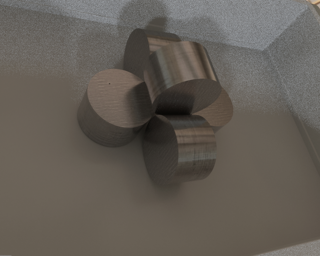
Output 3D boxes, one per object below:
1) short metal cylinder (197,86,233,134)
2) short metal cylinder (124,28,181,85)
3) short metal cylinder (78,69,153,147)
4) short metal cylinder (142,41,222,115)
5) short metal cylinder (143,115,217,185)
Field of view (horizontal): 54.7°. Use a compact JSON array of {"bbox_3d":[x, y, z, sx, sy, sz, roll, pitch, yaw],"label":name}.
[{"bbox_3d":[0.054,-0.026,0.431,0.081,0.050,0.080,14,56,-21],"label":"short metal cylinder"},{"bbox_3d":[-0.010,-0.090,0.417,0.050,0.080,0.080,-2,63,-30],"label":"short metal cylinder"},{"bbox_3d":[-0.053,-0.024,0.373,0.081,0.050,0.080,14,56,-21],"label":"short metal cylinder"},{"bbox_3d":[0.024,-0.053,0.357,0.081,0.080,0.050,-1,62,-29],"label":"short metal cylinder"},{"bbox_3d":[0.021,0.024,0.364,0.050,0.080,0.080,-2,63,-30],"label":"short metal cylinder"}]
